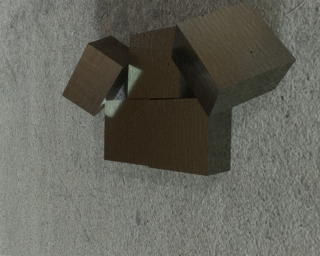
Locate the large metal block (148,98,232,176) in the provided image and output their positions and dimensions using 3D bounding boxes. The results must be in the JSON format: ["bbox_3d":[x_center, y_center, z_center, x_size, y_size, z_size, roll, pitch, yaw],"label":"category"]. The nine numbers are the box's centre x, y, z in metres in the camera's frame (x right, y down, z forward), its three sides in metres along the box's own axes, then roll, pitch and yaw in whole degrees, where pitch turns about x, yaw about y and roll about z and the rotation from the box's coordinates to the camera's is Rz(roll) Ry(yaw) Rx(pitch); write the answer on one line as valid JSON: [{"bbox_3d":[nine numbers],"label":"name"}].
[{"bbox_3d":[0.034,0.008,0.358,0.080,0.050,0.079,2,91,39],"label":"large metal block"}]

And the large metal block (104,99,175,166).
[{"bbox_3d":[-0.028,0.004,0.410,0.080,0.050,0.079,2,91,39],"label":"large metal block"}]

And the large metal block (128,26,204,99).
[{"bbox_3d":[0.008,-0.075,0.382,0.080,0.050,0.079,4,92,39],"label":"large metal block"}]

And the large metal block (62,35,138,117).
[{"bbox_3d":[-0.078,-0.073,0.423,0.050,0.080,0.080,34,116,-3],"label":"large metal block"}]

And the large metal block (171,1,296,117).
[{"bbox_3d":[0.067,-0.069,0.306,0.080,0.081,0.050,62,164,21],"label":"large metal block"}]
